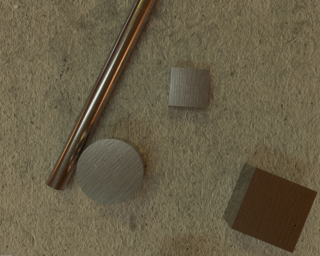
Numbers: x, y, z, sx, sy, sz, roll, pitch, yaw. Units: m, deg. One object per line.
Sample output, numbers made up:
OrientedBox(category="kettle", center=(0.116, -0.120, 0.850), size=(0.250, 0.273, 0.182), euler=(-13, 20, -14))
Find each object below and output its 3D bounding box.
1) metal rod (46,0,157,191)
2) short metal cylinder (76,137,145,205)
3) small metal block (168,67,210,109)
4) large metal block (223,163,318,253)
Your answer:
OrientedBox(category="metal rod", center=(-0.073, -0.058, 0.409), size=(0.025, 0.025, 0.299), euler=(26, 90, 0))
OrientedBox(category="short metal cylinder", center=(-0.060, 0.053, 0.397), size=(0.081, 0.050, 0.080), euler=(0, 90, 0))
OrientedBox(category="small metal block", center=(0.038, -0.052, 0.410), size=(0.050, 0.025, 0.050), euler=(4, 90, 0))
OrientedBox(category="large metal block", center=(0.138, 0.099, 0.399), size=(0.080, 0.050, 0.080), euler=(22, 90, 0))
